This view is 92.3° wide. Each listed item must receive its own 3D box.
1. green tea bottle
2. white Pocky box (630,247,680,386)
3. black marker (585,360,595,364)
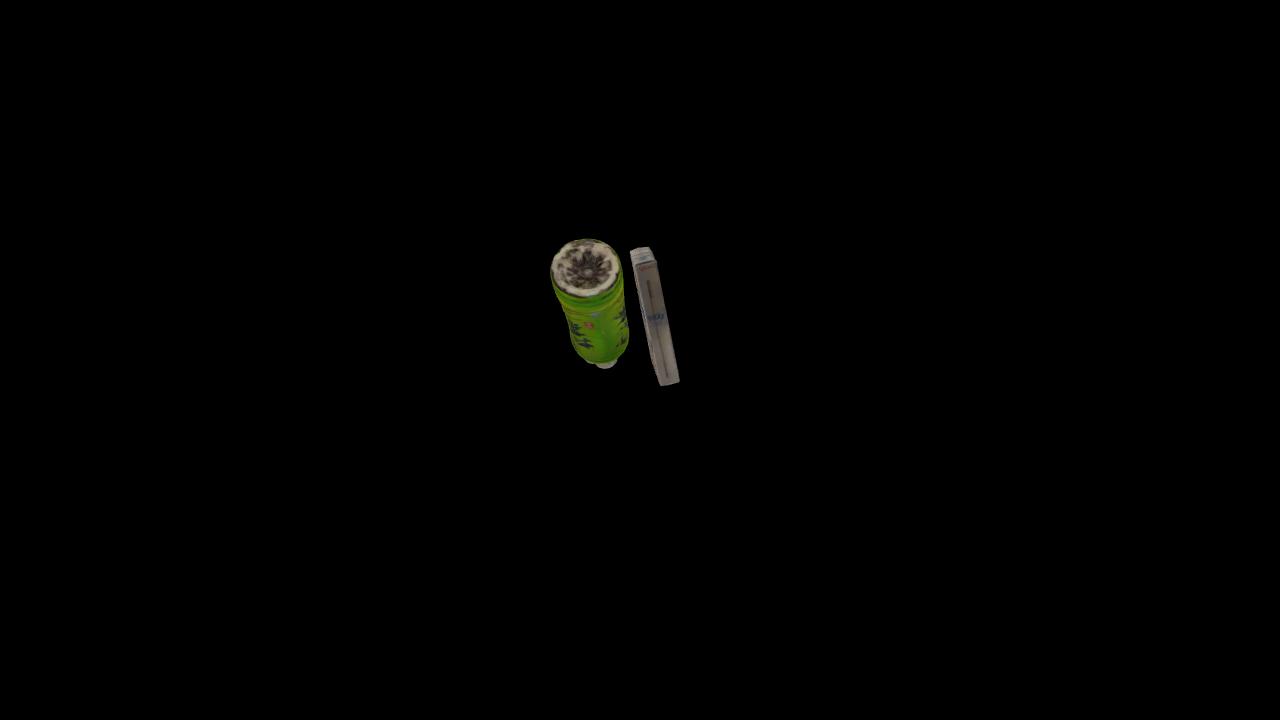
[{"bbox_3d":[-0.047,-0.046,0.670,0.073,0.073,0.212,0,-22,3],"label":"green tea bottle"},{"bbox_3d":[0.018,-0.053,0.745,0.028,0.154,0.084,-12,22,-1],"label":"white Pocky box"},{"bbox_3d":[-0.051,-0.036,0.765,0.020,0.020,0.121,0,33,6],"label":"black marker"}]
